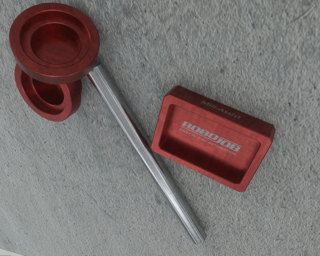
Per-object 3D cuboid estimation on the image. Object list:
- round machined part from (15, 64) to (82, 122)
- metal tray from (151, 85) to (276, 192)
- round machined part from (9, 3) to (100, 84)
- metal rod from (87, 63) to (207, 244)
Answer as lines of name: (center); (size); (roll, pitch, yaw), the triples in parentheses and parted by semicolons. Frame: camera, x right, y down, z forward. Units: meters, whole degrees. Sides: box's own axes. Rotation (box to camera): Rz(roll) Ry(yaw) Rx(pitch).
round machined part: (-0.150, -0.061, 0.435); (0.098, 0.042, 0.097); (16, 128, 21)
metal tray: (0.060, 0.014, 0.380); (0.130, 0.030, 0.089); (25, 127, 13)
round machined part: (-0.124, -0.097, 0.374); (0.098, 0.098, 0.042); (41, 157, 0)
metal rod: (-0.012, 0.046, 0.441); (0.025, 0.025, 0.299); (-20, 108, 35)
